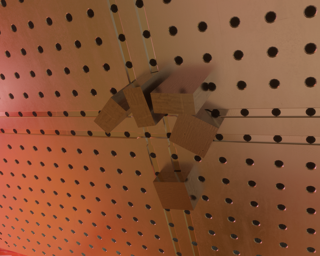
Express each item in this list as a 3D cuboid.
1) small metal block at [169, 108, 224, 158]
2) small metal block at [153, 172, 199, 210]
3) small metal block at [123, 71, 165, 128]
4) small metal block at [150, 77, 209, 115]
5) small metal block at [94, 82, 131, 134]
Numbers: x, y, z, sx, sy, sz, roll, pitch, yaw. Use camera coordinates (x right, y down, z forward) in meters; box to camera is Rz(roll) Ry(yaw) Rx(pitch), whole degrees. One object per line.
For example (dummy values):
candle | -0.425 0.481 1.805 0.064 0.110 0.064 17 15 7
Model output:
small metal block | 0.045 0.002 0.388 0.050 0.025 0.050 27 128 10
small metal block | 0.024 0.092 0.454 0.050 0.025 0.050 -5 116 30
small metal block | -0.014 -0.035 0.379 0.025 0.050 0.050 -7 115 31
small metal block | 0.024 -0.038 0.358 0.050 0.050 0.025 4 120 26
small metal block | -0.053 -0.026 0.405 0.025 0.050 0.050 43 129 -2
